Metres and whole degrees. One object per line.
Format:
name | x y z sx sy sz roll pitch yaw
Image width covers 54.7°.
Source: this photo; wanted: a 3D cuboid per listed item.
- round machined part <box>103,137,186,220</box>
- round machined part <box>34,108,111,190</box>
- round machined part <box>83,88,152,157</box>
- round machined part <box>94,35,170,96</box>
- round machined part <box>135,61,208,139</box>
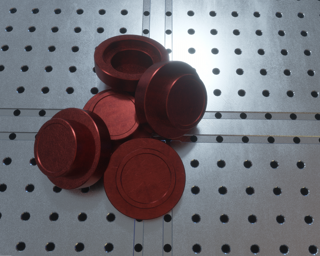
round machined part | -0.018 0.059 0.368 0.099 0.042 0.097 1 81 -6
round machined part | -0.110 0.024 0.367 0.098 0.042 0.097 -3 83 29
round machined part | -0.056 -0.010 0.404 0.099 0.042 0.098 0 70 -1
round machined part | -0.038 -0.082 0.420 0.099 0.042 0.098 4 49 -4
round machined part | 0.021 -0.034 0.384 0.042 0.098 0.098 15 64 49
